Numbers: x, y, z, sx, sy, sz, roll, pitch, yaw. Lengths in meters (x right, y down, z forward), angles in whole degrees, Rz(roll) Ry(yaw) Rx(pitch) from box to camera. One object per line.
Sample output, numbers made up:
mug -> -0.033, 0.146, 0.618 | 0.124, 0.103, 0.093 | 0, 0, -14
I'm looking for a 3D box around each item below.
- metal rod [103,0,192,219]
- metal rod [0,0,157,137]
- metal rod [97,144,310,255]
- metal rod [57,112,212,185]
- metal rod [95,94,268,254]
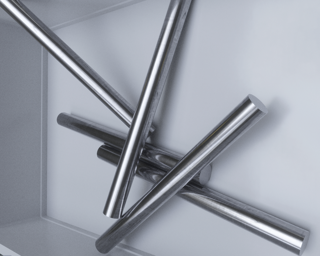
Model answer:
metal rod -> -0.016, -0.029, 0.393 | 0.025, 0.025, 0.298 | 21, 95, 38
metal rod -> -0.123, -0.093, 0.427 | 0.300, 0.025, 0.025 | 43, 119, 2
metal rod -> 0.025, 0.073, 0.386 | 0.300, 0.025, 0.025 | 18, 102, 38
metal rod -> -0.059, 0.019, 0.455 | 0.300, 0.025, 0.025 | 17, 101, 38
metal rod -> 0.006, 0.072, 0.367 | 0.299, 0.025, 0.025 | -48, 62, 30
